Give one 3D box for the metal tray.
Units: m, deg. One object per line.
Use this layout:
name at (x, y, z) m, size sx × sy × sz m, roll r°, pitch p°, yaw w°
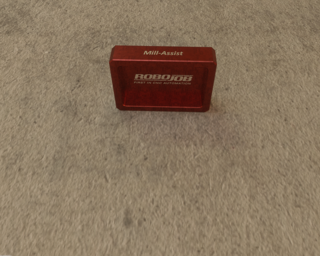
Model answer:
metal tray at (0.004, -0.063, 0.414) m, size 0.131 × 0.090 × 0.030 m, roll 1°, pitch 50°, yaw 1°
